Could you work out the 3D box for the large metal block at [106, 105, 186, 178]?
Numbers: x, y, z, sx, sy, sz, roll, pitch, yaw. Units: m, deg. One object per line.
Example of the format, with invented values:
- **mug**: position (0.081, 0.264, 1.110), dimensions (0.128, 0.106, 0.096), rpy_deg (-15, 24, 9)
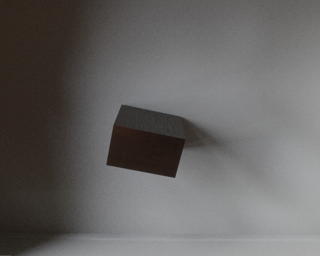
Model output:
- **large metal block**: position (-0.017, 0.013, 0.384), dimensions (0.081, 0.080, 0.050), rpy_deg (11, 110, -5)
